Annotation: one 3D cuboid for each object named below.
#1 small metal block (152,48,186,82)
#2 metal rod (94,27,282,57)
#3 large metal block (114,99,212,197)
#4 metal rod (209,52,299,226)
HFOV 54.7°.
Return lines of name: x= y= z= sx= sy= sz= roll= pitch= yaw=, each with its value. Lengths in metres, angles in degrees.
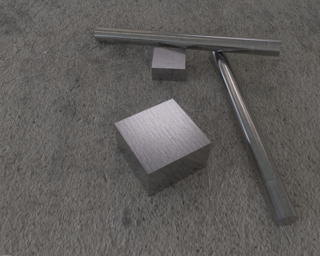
small metal block: x=0.014 y=-0.100 z=0.488 sx=0.050 sy=0.025 sz=0.050 roll=3 pitch=50 yaw=2
metal rod: x=0.034 y=-0.140 z=0.497 sx=0.301 sy=0.025 sz=0.025 roll=9 pitch=50 yaw=17
large metal block: x=0.002 y=0.021 z=0.369 sx=0.081 sy=0.050 sz=0.080 roll=-25 pitch=54 yaw=-19
metal rod: x=0.113 y=-0.017 z=0.418 sx=0.025 sy=0.025 sz=0.300 roll=-6 pitch=50 yaw=-5
